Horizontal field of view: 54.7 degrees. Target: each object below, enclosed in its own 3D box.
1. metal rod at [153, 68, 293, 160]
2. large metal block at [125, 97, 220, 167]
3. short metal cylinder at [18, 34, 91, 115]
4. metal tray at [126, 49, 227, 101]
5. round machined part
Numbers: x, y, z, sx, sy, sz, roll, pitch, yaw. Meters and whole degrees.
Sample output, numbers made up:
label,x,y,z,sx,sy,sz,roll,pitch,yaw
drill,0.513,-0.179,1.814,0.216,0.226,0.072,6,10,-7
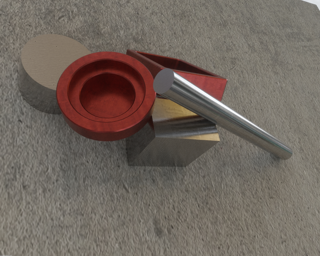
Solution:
label,x,y,z,sx,sy,sz,roll,pitch,yaw
metal rod,0.101,-0.002,0.387,0.301,0.025,0.025,23,49,-45
large metal block,0.011,0.009,0.372,0.081,0.080,0.050,4,60,-26
short metal cylinder,-0.121,-0.062,0.363,0.081,0.050,0.080,14,56,-21
metal tray,0.014,-0.070,0.406,0.091,0.030,0.130,4,20,-26
round machined part,-0.055,-0.030,0.327,0.099,0.042,0.098,3,62,-5
